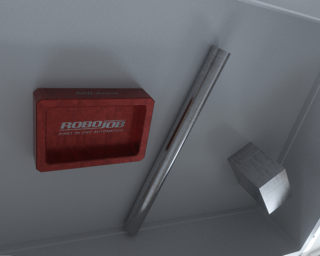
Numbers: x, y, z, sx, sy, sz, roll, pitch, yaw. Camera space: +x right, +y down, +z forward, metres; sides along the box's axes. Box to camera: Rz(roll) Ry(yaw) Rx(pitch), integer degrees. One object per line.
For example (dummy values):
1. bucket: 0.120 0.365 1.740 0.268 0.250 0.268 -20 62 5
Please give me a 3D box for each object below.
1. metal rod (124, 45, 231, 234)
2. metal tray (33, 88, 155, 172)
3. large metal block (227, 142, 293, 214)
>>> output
1. metal rod: 0.017 0.029 0.437 0.025 0.025 0.298 13 112 -34
2. metal tray: -0.077 0.000 0.364 0.131 0.030 0.089 -4 120 -27
3. large metal block: 0.167 0.083 0.519 0.050 0.080 0.080 -36 130 -5
